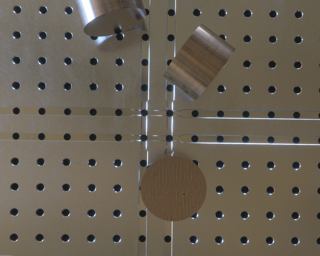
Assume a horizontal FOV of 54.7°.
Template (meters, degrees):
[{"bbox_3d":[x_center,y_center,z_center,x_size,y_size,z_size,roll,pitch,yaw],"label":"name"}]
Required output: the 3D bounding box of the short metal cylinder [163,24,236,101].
[{"bbox_3d":[0.048,-0.081,0.386,0.050,0.080,0.080,37,90,0],"label":"short metal cylinder"}]

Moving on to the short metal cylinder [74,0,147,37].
[{"bbox_3d":[-0.063,-0.154,0.385,0.080,0.080,0.050,-18,90,0],"label":"short metal cylinder"}]

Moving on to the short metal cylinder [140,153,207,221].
[{"bbox_3d":[0.017,0.074,0.401,0.081,0.050,0.079,0,90,0],"label":"short metal cylinder"}]
